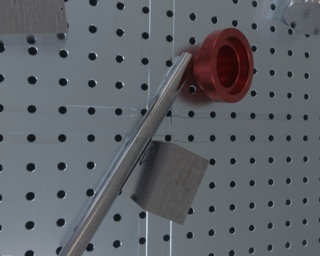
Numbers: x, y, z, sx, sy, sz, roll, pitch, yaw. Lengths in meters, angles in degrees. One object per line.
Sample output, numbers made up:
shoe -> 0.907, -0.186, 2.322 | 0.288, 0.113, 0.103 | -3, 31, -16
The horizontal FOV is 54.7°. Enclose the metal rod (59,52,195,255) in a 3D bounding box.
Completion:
metal rod -> -0.034, 0.030, 0.399 | 0.025, 0.025, 0.300 | 34, 79, -17

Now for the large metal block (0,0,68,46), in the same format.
large metal block -> -0.150, -0.138, 0.344 | 0.081, 0.050, 0.080 | -7, 93, -20

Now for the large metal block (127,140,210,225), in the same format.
large metal block -> 0.007, 0.063, 0.386 | 0.050, 0.080, 0.080 | 27, 81, -18

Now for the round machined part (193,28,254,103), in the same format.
round machined part -> 0.083, -0.083, 0.422 | 0.099, 0.042, 0.097 | -5, 98, -43

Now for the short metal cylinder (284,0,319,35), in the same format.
short metal cylinder -> 0.238, -0.186, 0.471 | 0.080, 0.080, 0.050 | 27, 81, -18
